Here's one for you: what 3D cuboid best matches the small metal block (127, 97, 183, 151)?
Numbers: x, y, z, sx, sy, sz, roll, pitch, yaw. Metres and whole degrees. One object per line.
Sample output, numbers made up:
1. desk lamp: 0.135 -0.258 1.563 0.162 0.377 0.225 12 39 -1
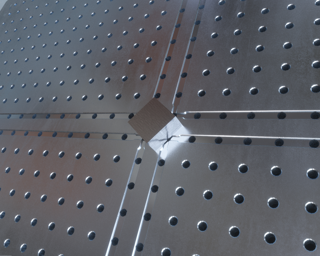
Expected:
1. small metal block: -0.007 -0.006 0.417 0.050 0.025 0.050 -44 51 -2
